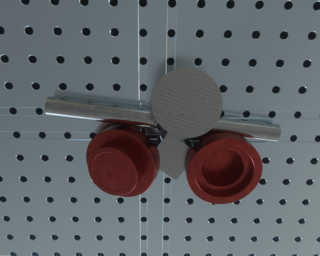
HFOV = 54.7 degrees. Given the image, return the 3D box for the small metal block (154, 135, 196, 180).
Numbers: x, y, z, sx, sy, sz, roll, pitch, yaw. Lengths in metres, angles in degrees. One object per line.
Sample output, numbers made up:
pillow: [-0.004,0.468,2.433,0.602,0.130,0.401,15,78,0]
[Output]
small metal block: [0.016,0.034,0.422,0.050,0.025,0.050,35,106,-12]

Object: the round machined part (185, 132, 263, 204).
round machined part: [0.083,0.050,0.417,0.099,0.042,0.097,-1,113,-3]

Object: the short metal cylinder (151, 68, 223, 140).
short metal cylinder: [0.029,-0.026,0.371,0.081,0.050,0.080,0,85,-4]

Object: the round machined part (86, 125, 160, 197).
round machined part: [-0.053,0.048,0.404,0.098,0.042,0.097,6,112,16]

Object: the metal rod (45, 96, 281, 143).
metal rod: [0.006,-0.011,0.406,0.302,0.025,0.025,7,110,-3]
